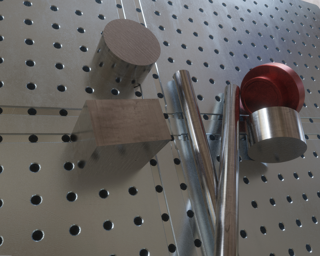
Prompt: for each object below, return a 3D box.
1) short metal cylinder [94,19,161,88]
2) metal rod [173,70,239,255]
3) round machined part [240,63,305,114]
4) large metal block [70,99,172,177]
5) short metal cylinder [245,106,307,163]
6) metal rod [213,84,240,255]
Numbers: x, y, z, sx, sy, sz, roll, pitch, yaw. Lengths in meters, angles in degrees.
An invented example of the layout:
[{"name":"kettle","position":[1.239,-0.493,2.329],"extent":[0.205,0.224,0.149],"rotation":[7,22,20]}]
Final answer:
[{"name":"short metal cylinder","position":[-0.046,-0.103,0.430],"extent":[0.081,0.050,0.080],"rotation":[14,56,-21]},{"name":"metal rod","position":[0.059,0.050,0.409],"extent":[0.025,0.025,0.299],"rotation":[3,60,-27]},{"name":"round machined part","position":[0.166,-0.049,0.479],"extent":[0.042,0.097,0.098],"rotation":[-23,74,-39]},{"name":"large metal block","position":[-0.046,0.011,0.341],"extent":[0.081,0.080,0.050],"rotation":[-4,64,-30]},{"name":"short metal cylinder","position":[0.168,0.012,0.456],"extent":[0.081,0.080,0.050],"rotation":[16,56,-19]},{"name":"metal rod","position":[0.091,0.042,0.406],"extent":[0.025,0.025,0.300],"rotation":[27,45,-12]}]
